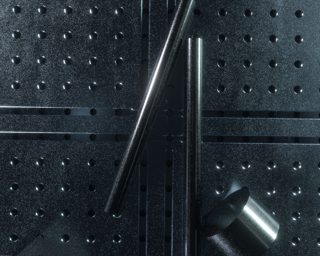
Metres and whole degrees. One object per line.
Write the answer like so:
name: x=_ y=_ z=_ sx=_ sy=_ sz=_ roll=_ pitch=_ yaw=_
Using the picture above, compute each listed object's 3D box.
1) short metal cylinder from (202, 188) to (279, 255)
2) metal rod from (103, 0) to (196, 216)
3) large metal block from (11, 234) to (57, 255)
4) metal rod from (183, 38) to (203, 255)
short metal cylinder: x=0.099 y=0.122 z=0.387 sx=0.050 sy=0.080 sz=0.080 roll=45 pitch=90 yaw=0
metal rod: x=-0.014 y=-0.029 z=0.413 sx=0.025 sy=0.025 sz=0.299 roll=20 pitch=90 yaw=0
large metal block: x=-0.160 y=0.192 z=0.385 sx=0.050 sy=0.080 sz=0.080 roll=-37 pitch=90 yaw=0
metal rod: x=0.044 y=0.032 z=0.413 sx=0.025 sy=0.025 sz=0.298 roll=0 pitch=90 yaw=0
